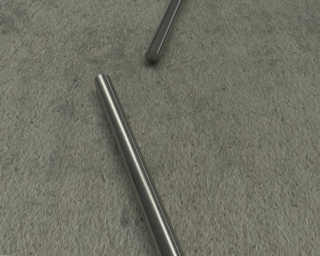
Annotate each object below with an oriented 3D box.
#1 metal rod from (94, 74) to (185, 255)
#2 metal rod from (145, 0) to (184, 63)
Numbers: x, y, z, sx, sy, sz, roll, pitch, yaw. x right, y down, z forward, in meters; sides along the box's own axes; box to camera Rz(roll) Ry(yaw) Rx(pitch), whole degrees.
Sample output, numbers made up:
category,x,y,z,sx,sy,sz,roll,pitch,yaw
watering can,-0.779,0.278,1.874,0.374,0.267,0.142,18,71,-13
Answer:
category,x,y,z,sx,sy,sz,roll,pitch,yaw
metal rod,-0.032,0.037,0.371,0.025,0.025,0.300,-16,52,-14
metal rod,0.026,-0.225,0.592,0.025,0.025,0.300,12,51,9
